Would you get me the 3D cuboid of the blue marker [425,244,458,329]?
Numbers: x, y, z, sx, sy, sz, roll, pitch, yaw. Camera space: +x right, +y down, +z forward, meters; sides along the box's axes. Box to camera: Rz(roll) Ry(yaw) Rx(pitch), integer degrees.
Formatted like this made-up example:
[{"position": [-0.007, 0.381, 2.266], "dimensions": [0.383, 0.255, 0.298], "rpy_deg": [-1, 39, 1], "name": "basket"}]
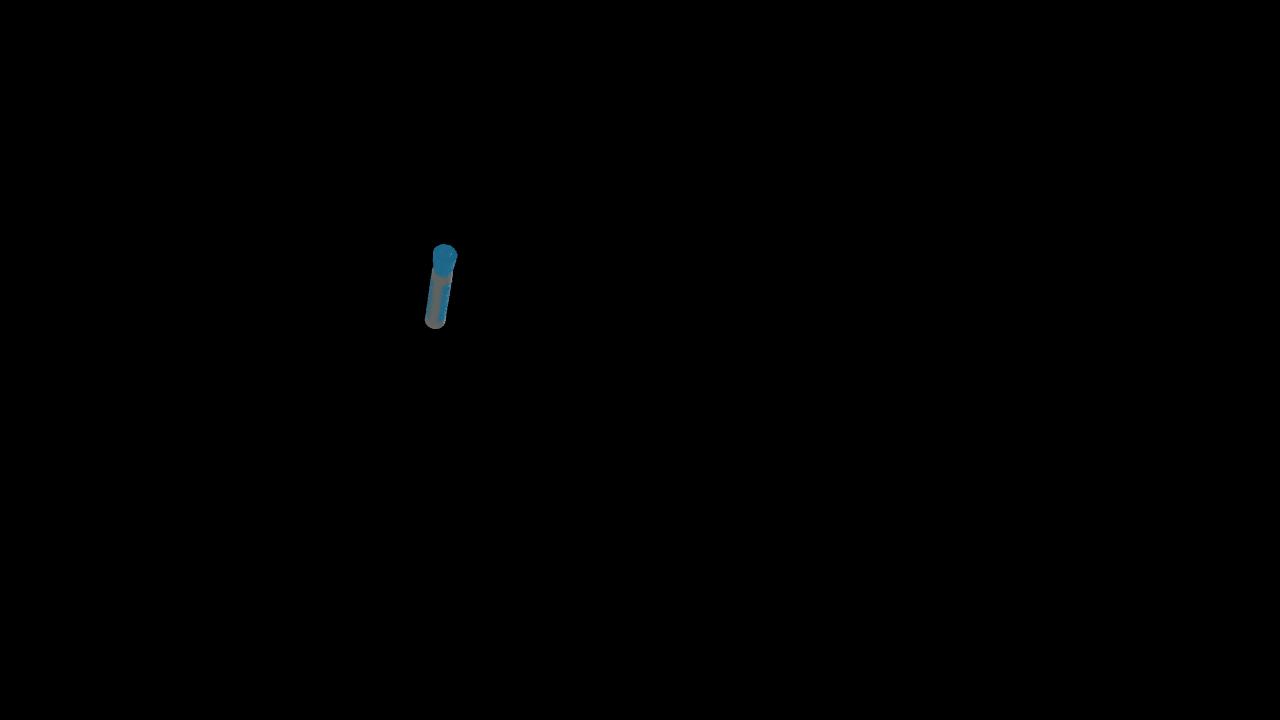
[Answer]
[{"position": [-0.174, -0.062, 0.536], "dimensions": [0.020, 0.020, 0.121], "rpy_deg": [0, -24, -23], "name": "blue marker"}]
